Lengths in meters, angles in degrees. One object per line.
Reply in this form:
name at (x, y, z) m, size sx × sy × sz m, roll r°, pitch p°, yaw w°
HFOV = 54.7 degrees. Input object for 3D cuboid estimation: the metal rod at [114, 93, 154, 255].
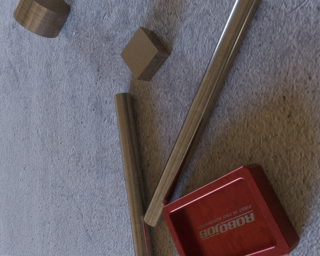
metal rod at (-0.032, 0.098, 0.431) m, size 0.025 × 0.025 × 0.298 m, roll -14°, pitch 81°, yaw 39°

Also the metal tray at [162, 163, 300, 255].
metal tray at (0.070, 0.107, 0.343) m, size 0.130 × 0.030 × 0.090 m, roll -36°, pitch 68°, yaw 34°

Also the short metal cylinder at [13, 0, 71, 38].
short metal cylinder at (-0.204, -0.202, 0.538) m, size 0.050 × 0.081 × 0.080 m, roll -50°, pitch 61°, yaw 29°

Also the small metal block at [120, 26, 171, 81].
small metal block at (-0.021, -0.100, 0.422) m, size 0.050 × 0.025 × 0.050 m, roll -48°, pitch 62°, yaw 29°

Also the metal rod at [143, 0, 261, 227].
metal rod at (0.043, -0.009, 0.369) m, size 0.025 × 0.025 × 0.298 m, roll 34°, pitch 111°, yaw 35°
